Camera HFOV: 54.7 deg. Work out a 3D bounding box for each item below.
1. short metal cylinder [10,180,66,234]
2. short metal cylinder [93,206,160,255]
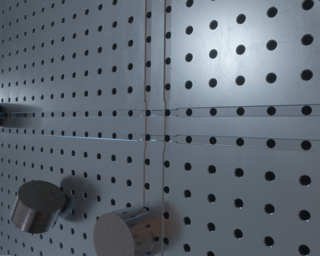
[{"bbox_3d":[-0.215,0.138,0.547,0.080,0.081,0.050,41,115,32],"label":"short metal cylinder"},{"bbox_3d":[-0.047,0.153,0.429,0.080,0.050,0.079,0,90,39],"label":"short metal cylinder"}]
